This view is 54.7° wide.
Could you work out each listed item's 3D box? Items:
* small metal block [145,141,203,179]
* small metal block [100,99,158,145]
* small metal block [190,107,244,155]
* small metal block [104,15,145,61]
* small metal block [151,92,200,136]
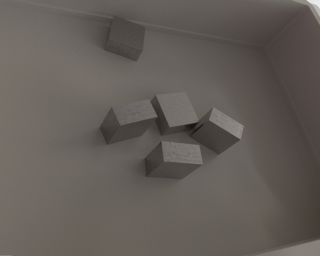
[{"bbox_3d":[0.015,0.040,0.373,0.050,0.050,0.025,7,59,-25],"label":"small metal block"},{"bbox_3d":[-0.039,-0.007,0.373,0.050,0.050,0.025,-15,70,-34],"label":"small metal block"},{"bbox_3d":[0.078,0.005,0.428,0.050,0.050,0.025,31,52,-9],"label":"small metal block"},{"bbox_3d":[-0.051,-0.133,0.459,0.050,0.025,0.050,16,55,-19],"label":"small metal block"},{"bbox_3d":[0.019,-0.020,0.428,0.050,0.025,0.050,-10,67,-32],"label":"small metal block"}]
